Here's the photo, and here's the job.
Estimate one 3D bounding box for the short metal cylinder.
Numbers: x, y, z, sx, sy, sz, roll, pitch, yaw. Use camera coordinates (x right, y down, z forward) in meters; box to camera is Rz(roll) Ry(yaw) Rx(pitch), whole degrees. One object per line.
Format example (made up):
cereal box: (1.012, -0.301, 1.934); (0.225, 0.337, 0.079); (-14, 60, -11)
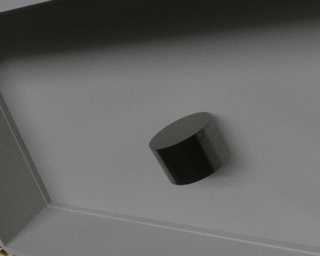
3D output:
short metal cylinder: (0.034, 0.023, 0.368); (0.080, 0.080, 0.050); (-18, 109, 35)
